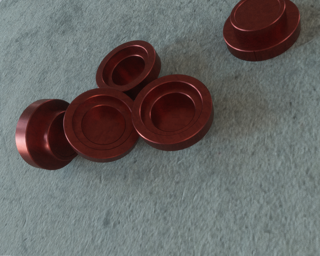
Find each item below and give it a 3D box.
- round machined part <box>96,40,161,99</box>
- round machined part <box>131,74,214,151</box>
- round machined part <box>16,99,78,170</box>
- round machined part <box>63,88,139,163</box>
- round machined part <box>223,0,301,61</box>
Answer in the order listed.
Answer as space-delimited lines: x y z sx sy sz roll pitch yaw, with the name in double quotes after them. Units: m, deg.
-0.043 -0.080 0.462 0.098 0.042 0.098 -13 55 20 "round machined part"
0.018 -0.015 0.385 0.098 0.042 0.098 -7 60 13 "round machined part"
-0.140 0.009 0.423 0.042 0.098 0.098 4 64 30 "round machined part"
-0.075 -0.001 0.412 0.099 0.042 0.098 3 68 -7 "round machined part"
0.131 -0.140 0.409 0.098 0.042 0.098 -13 56 20 "round machined part"
